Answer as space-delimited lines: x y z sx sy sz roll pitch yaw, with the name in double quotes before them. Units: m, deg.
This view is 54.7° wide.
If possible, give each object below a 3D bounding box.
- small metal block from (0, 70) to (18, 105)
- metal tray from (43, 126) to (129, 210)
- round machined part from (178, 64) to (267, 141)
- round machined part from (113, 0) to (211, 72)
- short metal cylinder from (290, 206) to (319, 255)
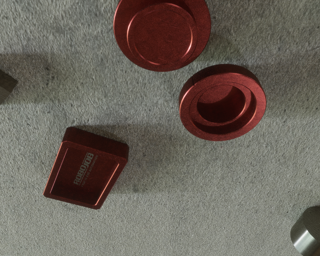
"small metal block" -0.206 -0.048 0.363 0.050 0.025 0.050 -37 122 26
"metal tray" -0.111 0.064 0.456 0.091 0.030 0.129 19 127 -17
"round machined part" 0.071 -0.034 0.369 0.099 0.042 0.097 -1 130 0
"round machined part" 0.002 -0.098 0.312 0.099 0.042 0.097 -1 130 0
"short metal cylinder" 0.274 0.183 0.531 0.081 0.080 0.050 6 130 -6
